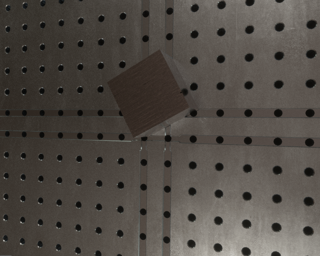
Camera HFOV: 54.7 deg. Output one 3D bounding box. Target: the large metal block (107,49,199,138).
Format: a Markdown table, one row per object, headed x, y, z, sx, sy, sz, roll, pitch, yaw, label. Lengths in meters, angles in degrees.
| x | y | z | sx | sy | sz | roll | pitch | yaw | label |
| --- | --- | --- | --- | --- | --- | --- | --- | --- | --- |
| -0.008 | -0.041 | 0.401 | 0.080 | 0.050 | 0.080 | -29 | 81 | 17 | large metal block |
